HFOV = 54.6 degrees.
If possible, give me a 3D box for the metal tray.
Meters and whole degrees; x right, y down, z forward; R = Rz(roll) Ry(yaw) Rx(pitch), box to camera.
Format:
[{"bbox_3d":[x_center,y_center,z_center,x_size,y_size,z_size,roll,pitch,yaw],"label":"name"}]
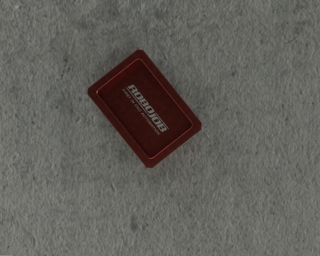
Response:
[{"bbox_3d":[-0.019,-0.024,0.407,0.090,0.030,0.130,-39,90,0],"label":"metal tray"}]
